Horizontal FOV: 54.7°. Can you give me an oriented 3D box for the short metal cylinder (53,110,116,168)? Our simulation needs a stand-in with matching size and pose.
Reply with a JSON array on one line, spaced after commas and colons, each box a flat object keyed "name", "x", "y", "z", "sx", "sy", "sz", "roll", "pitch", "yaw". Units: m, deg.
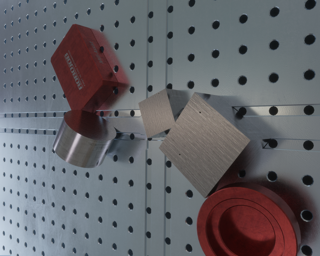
[{"name": "short metal cylinder", "x": -0.113, "y": 0.015, "z": 0.467, "sx": 0.080, "sy": 0.081, "sz": 0.050, "roll": 43, "pitch": 116, "yaw": 31}]

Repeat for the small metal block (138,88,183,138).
[{"name": "small metal block", "x": 0.003, "y": -0.018, "z": 0.407, "sx": 0.050, "sy": 0.025, "sz": 0.050, "roll": -24, "pitch": 75, "yaw": 37}]

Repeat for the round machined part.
[{"name": "round machined part", "x": 0.091, "y": 0.103, "z": 0.316, "sx": 0.098, "sy": 0.042, "sz": 0.097, "roll": 4, "pitch": 97, "yaw": 31}]

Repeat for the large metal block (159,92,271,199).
[{"name": "large metal block", "x": 0.058, "y": 0.017, "z": 0.345, "sx": 0.080, "sy": 0.050, "sz": 0.080, "roll": 46, "pitch": 118, "yaw": 30}]

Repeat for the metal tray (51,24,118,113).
[{"name": "metal tray", "x": -0.129, "y": -0.094, "z": 0.513, "sx": 0.090, "sy": 0.030, "sz": 0.130, "roll": -42, "pitch": 65, "yaw": 31}]
